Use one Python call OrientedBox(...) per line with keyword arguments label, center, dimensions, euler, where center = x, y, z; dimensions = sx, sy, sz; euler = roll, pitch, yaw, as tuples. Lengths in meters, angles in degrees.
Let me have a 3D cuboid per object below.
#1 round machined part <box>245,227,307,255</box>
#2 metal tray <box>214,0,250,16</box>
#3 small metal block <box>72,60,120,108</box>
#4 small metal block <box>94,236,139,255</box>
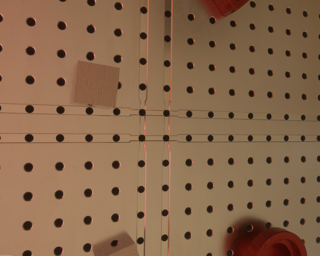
OrientedBox(label="round machined part", center=(0.169, 0.199, 0.469), dimensions=(0.099, 0.042, 0.097), euler=(0, 90, -21))
OrientedBox(label="metal tray", center=(0.122, -0.240, 0.455), dimensions=(0.130, 0.030, 0.090), euler=(-42, 104, -15))
OrientedBox(label="small metal block", center=(-0.080, -0.052, 0.384), dimensions=(0.050, 0.025, 0.050), euler=(7, 88, -20))
OrientedBox(label="small metal block", center=(-0.051, 0.176, 0.395), dimensions=(0.050, 0.025, 0.050), euler=(-19, 97, -19))
